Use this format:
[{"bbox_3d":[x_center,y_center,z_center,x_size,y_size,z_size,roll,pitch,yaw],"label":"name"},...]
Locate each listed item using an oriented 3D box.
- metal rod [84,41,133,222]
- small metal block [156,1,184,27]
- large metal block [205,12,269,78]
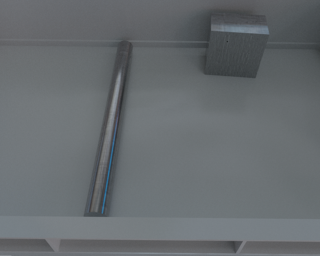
[{"bbox_3d":[-0.063,-0.021,0.421,0.025,0.025,0.300,2,50,1],"label":"metal rod"},{"bbox_3d":[0.018,-0.218,0.591,0.050,0.025,0.050,-1,50,-2],"label":"small metal block"},{"bbox_3d":[0.114,-0.126,0.477,0.080,0.080,0.050,5,50,3],"label":"large metal block"}]
